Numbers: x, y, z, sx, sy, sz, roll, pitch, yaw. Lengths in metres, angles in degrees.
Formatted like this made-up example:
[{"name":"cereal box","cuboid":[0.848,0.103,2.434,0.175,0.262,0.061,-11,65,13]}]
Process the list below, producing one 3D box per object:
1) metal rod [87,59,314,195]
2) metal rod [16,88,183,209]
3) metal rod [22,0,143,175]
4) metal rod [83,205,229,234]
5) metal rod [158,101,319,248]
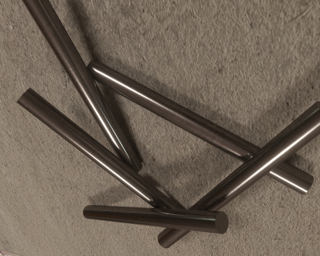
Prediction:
[{"name":"metal rod","cuboid":[0.040,-0.006,0.380,0.301,0.025,0.025,29,128,9]},{"name":"metal rod","cuboid":[-0.063,0.053,0.431,0.300,0.025,0.025,41,130,-17]},{"name":"metal rod","cuboid":[-0.094,-0.055,0.388,0.025,0.025,0.299,-6,126,30]},{"name":"metal rod","cuboid":[-0.030,0.131,0.461,0.299,0.025,0.025,-13,112,46]},{"name":"metal rod","cuboid":[0.080,0.077,0.376,0.025,0.025,0.298,39,128,1]}]
